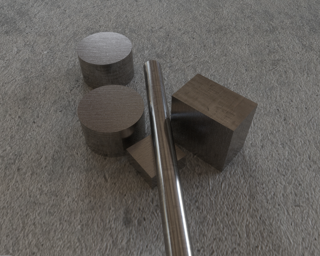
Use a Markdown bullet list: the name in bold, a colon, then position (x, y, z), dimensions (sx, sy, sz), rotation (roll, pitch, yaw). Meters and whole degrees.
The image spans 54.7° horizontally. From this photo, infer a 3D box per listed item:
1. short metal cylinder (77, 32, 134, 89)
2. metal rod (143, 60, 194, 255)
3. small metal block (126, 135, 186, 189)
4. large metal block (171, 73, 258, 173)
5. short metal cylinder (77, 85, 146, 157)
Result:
- **short metal cylinder**: position (-0.081, -0.102, 0.472), dimensions (0.081, 0.050, 0.080), rotation (0, 50, 0)
- **metal rod**: position (0.005, 0.027, 0.347), dimensions (0.025, 0.025, 0.300), rotation (-5, 50, -4)
- **small metal block**: position (-0.005, 0.036, 0.373), dimensions (0.050, 0.025, 0.050), rotation (-31, 57, -24)
- **large metal block**: position (0.060, -0.006, 0.373), dimensions (0.080, 0.080, 0.050), rotation (33, 57, 24)
- **short metal cylinder**: position (-0.059, -0.010, 0.394), dimensions (0.081, 0.050, 0.080), rotation (0, 50, 0)
